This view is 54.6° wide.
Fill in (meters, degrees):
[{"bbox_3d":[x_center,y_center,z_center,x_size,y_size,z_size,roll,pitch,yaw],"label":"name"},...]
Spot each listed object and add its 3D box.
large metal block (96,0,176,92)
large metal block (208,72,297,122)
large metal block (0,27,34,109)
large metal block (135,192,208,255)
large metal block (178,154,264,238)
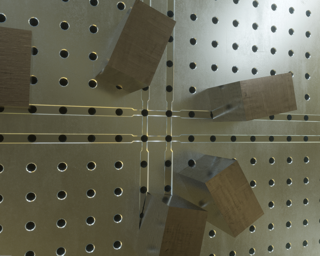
[{"bbox_3d":[-0.032,-0.093,0.371,0.050,0.080,0.080,24,82,-18],"label":"large metal block"},{"bbox_3d":[0.125,-0.041,0.429,0.081,0.080,0.050,-12,94,-20],"label":"large metal block"},{"bbox_3d":[-0.181,-0.063,0.332,0.081,0.050,0.080,2,89,-20],"label":"large metal block"},{"bbox_3d":[0.011,0.131,0.388,0.050,0.080,0.080,13,86,-20],"label":"large metal block"},{"bbox_3d":[0.078,0.086,0.412,0.050,0.080,0.080,-32,101,-17],"label":"large metal block"}]
